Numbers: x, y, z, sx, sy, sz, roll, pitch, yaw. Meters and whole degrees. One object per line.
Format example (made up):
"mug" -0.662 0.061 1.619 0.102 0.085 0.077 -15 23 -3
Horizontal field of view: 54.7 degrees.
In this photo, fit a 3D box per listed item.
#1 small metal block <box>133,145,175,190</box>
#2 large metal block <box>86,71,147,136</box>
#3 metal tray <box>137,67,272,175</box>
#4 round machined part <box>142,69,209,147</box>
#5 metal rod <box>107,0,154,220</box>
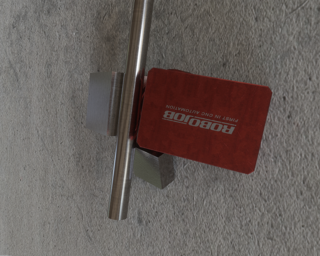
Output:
"small metal block" -0.010 0.044 0.402 0.050 0.025 0.050 20 129 38
"large metal block" -0.062 -0.034 0.427 0.080 0.050 0.079 13 99 57
"metal tray" 0.046 -0.011 0.337 0.130 0.030 0.089 13 100 18
"round machined part" 0.010 -0.025 0.387 0.098 0.042 0.097 0 90 40
"metal rod" -0.035 -0.036 0.381 0.025 0.025 0.298 10 94 39
